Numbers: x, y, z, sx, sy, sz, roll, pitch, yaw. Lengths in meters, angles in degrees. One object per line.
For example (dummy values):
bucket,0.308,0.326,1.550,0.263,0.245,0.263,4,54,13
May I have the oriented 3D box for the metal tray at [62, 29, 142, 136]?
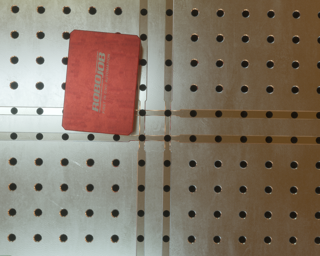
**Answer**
metal tray,-0.075,-0.058,0.410,0.091,0.030,0.129,5,90,-1
